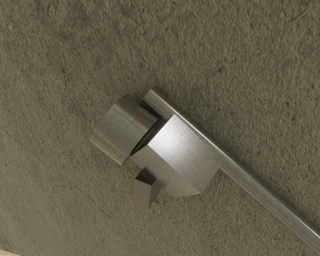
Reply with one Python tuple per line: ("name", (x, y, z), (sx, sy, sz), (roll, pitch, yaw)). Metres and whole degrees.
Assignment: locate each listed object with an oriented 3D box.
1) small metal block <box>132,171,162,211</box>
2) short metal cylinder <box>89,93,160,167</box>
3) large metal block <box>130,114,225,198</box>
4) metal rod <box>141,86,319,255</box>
("small metal block", (-0.015, 0.081, 0.447), (0.025, 0.050, 0.050), (20, 126, 16))
("short metal cylinder", (-0.044, 0.003, 0.395), (0.050, 0.080, 0.080), (38, 129, 2))
("large metal block", (0.017, 0.038, 0.383), (0.080, 0.050, 0.080), (43, 155, -4))
("metal rod", (0.098, 0.056, 0.388), (0.300, 0.025, 0.025), (41, 129, -1))
